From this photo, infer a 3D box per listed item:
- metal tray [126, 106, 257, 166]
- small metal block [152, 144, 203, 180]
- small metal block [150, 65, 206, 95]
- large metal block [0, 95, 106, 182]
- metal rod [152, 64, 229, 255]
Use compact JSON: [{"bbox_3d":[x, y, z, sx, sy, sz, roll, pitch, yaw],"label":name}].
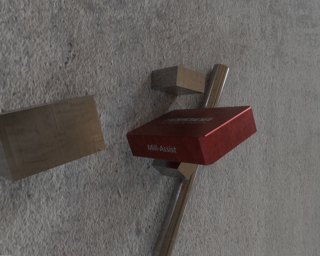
[{"bbox_3d":[0.033,0.005,0.366,0.091,0.130,0.030,-28,108,-37],"label":"metal tray"},{"bbox_3d":[0.024,0.038,0.411,0.025,0.050,0.050,47,62,-31],"label":"small metal block"},{"bbox_3d":[0.024,-0.061,0.410,0.050,0.050,0.025,8,85,-40],"label":"small metal block"},{"bbox_3d":[-0.109,0.005,0.279,0.081,0.080,0.050,-19,103,-39],"label":"large metal block"},{"bbox_3d":[0.048,0.041,0.447,0.025,0.025,0.299,32,70,-36],"label":"metal rod"}]
